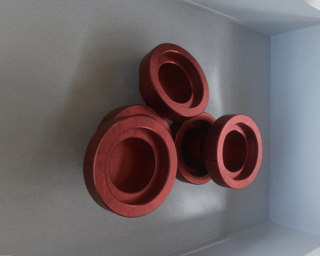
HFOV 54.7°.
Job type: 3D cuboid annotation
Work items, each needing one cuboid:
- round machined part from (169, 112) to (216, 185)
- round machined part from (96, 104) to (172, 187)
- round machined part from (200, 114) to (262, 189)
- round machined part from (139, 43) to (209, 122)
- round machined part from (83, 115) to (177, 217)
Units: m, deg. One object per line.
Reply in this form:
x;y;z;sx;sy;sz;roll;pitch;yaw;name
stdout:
0.042;0.027;0.429;0.099;0.042;0.097;0;90;-40;round machined part
-0.035;0.022;0.364;0.099;0.042;0.097;0;90;-40;round machined part
0.092;0.031;0.416;0.099;0.042;0.097;0;90;-40;round machined part
0.013;-0.053;0.391;0.099;0.042;0.098;18;61;-35;round machined part
-0.032;0.036;0.312;0.099;0.042;0.097;0;90;-40;round machined part
